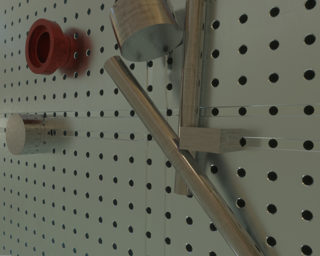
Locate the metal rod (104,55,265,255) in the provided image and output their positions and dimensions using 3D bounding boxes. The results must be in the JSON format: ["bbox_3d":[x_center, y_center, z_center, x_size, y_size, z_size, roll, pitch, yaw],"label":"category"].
[{"bbox_3d":[0.024,0.035,0.357,0.025,0.025,0.299,-44,73,31],"label":"metal rod"}]

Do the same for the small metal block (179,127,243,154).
[{"bbox_3d":[0.057,0.012,0.346,0.050,0.050,0.025,4,93,40],"label":"small metal block"}]

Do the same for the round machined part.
[{"bbox_3d":[-0.202,-0.145,0.565,0.098,0.042,0.097,0,90,40],"label":"round machined part"}]

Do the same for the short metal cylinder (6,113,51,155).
[{"bbox_3d":[-0.259,0.012,0.608,0.080,0.050,0.080,0,90,40],"label":"short metal cylinder"}]

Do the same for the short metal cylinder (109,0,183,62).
[{"bbox_3d":[-0.017,-0.126,0.388,0.080,0.081,0.050,-30,72,36],"label":"short metal cylinder"}]

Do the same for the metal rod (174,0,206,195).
[{"bbox_3d":[0.039,-0.068,0.377,0.025,0.025,0.298,6,94,40],"label":"metal rod"}]
